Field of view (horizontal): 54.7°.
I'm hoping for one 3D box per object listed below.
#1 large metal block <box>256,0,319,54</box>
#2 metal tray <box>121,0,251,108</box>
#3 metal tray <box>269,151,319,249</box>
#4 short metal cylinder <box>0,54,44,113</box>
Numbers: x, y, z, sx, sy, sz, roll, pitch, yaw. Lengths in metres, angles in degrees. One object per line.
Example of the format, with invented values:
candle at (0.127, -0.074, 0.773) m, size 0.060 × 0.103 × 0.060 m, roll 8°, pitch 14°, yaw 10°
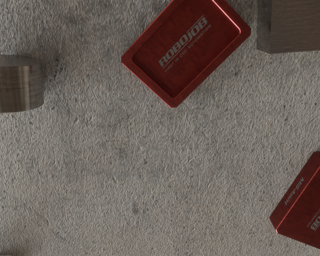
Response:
large metal block at (0.158, -0.130, 0.350) m, size 0.080 × 0.050 × 0.079 m, roll -4°, pitch 110°, yaw 1°
metal tray at (0.029, -0.099, 0.370) m, size 0.090 × 0.030 × 0.130 m, roll 42°, pitch 105°, yaw -14°
metal tray at (0.233, 0.108, 0.449) m, size 0.090 × 0.030 × 0.129 m, roll 23°, pitch 108°, yaw -9°
short metal cylinder at (-0.178, -0.054, 0.359) m, size 0.081 × 0.080 × 0.050 m, roll 5°, pitch 110°, yaw -2°
